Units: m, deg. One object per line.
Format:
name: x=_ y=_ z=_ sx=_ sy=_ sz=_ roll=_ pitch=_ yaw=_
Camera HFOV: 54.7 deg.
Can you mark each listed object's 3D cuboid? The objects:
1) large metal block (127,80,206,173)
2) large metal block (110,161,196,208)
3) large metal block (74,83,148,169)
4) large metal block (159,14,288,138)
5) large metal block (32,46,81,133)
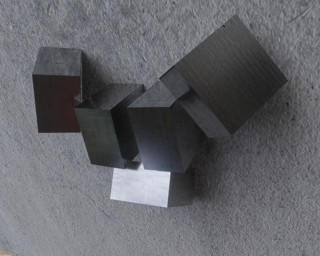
large metal block: x=0.012 y=-0.005 z=0.362 sx=0.050 sy=0.080 sz=0.079 roll=1 pitch=119 yaw=27
large metal block: x=-0.007 y=0.073 z=0.412 sx=0.080 sy=0.080 sz=0.050 roll=1 pitch=80 yaw=27
large metal block: x=-0.054 y=-0.006 z=0.396 sx=0.050 sy=0.080 sz=0.079 roll=5 pitch=121 yaw=25
large metal block: x=0.060 y=-0.047 z=0.303 sx=0.080 sy=0.080 sz=0.050 roll=50 pitch=166 yaw=-7
large metal block: x=-0.128 y=-0.050 z=0.396 sx=0.050 sy=0.080 sz=0.079 roll=0 pitch=126 yaw=-14
